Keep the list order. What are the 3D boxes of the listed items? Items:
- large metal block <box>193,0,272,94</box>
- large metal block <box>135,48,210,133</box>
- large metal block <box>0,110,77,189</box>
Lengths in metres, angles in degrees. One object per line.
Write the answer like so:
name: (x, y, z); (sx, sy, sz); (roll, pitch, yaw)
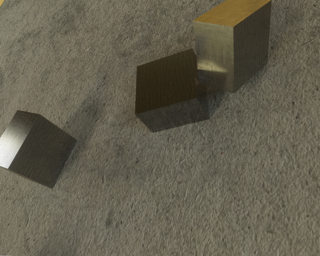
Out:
large metal block: (0.087, -0.100, 0.368); (0.050, 0.080, 0.080); (24, 51, 36)
large metal block: (0.016, -0.048, 0.409); (0.080, 0.050, 0.080); (-14, 56, 20)
large metal block: (-0.179, 0.031, 0.444); (0.050, 0.080, 0.080); (10, 67, 32)
